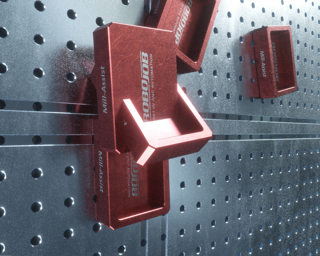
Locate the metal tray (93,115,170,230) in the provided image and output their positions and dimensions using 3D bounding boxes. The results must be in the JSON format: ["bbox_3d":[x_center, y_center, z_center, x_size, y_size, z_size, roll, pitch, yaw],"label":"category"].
[{"bbox_3d":[-0.032,0.047,0.380,0.091,0.030,0.129,-3,92,-40],"label":"metal tray"}]

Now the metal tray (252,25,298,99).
[{"bbox_3d":[0.223,-0.128,0.596,0.091,0.030,0.129,-17,101,-39],"label":"metal tray"}]

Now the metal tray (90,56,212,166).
[{"bbox_3d":[-0.011,-0.026,0.349,0.091,0.030,0.130,-9,57,-40],"label":"metal tray"}]

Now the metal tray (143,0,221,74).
[{"bbox_3d":[0.033,-0.154,0.434,0.090,0.030,0.130,29,72,-37],"label":"metal tray"}]

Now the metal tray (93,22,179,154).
[{"bbox_3d":[-0.023,-0.043,0.341,0.091,0.030,0.129,-7,97,-41],"label":"metal tray"}]
